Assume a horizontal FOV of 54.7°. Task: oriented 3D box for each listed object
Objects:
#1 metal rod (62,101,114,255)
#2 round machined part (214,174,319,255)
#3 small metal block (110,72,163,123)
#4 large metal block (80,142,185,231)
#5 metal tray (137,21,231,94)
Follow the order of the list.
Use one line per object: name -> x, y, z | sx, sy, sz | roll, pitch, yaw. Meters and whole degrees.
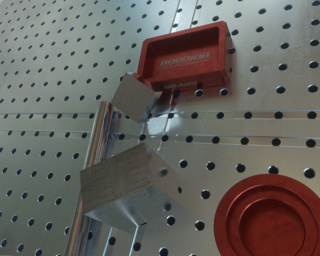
metal rod -> -0.096, 0.097, 0.397 | 0.025, 0.025, 0.299 | -8, 58, 24
round machined part -> 0.103, 0.095, 0.284 | 0.098, 0.042, 0.098 | -13, 56, 20
small metal block -> -0.033, -0.042, 0.426 | 0.050, 0.025, 0.050 | 36, 110, 15
large metal block -> -0.030, 0.069, 0.345 | 0.080, 0.080, 0.050 | -25, 53, 12
metal tray -> 0.033, -0.098, 0.446 | 0.130, 0.030, 0.090 | -6, 59, 24
